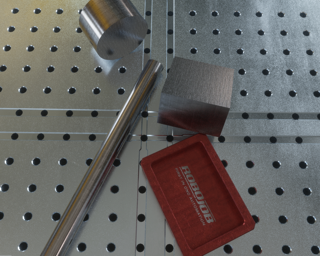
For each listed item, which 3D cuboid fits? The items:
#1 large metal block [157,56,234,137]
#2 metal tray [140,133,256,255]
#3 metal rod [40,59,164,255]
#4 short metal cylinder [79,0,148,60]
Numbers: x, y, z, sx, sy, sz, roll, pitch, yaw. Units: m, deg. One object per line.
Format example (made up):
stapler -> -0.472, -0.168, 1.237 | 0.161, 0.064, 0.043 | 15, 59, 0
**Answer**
large metal block -> 0.047, -0.042, 0.399 | 0.080, 0.050, 0.080 | 13, 46, 5
metal tray -> 0.043, 0.081, 0.379 | 0.091, 0.030, 0.130 | -24, 72, -9
metal rod -> -0.069, 0.037, 0.397 | 0.025, 0.025, 0.300 | 24, 72, 8
short metal cylinder -> -0.065, -0.142, 0.434 | 0.080, 0.080, 0.050 | -31, 73, -11
